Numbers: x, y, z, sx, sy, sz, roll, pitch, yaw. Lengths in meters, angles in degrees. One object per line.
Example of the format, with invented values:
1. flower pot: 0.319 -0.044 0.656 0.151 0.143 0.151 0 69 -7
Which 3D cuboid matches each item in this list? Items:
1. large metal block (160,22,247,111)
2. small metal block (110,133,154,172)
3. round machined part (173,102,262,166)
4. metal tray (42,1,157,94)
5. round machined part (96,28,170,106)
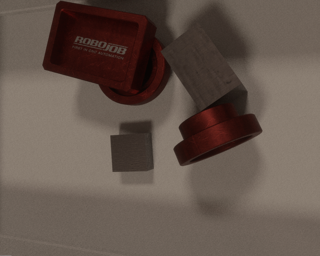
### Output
1. large metal block: 0.055 -0.065 0.362 0.050 0.080 0.080 -36 79 16
2. small metal block: -0.038 0.033 0.423 0.050 0.025 0.050 -4 89 19
3. round machined part: 0.060 0.005 0.350 0.098 0.098 0.042 -26 77 18
4. metal tray: -0.078 -0.102 0.389 0.130 0.030 0.089 17 95 19
5. round machined part: -0.032 -0.078 0.412 0.098 0.042 0.097 0 90 19
